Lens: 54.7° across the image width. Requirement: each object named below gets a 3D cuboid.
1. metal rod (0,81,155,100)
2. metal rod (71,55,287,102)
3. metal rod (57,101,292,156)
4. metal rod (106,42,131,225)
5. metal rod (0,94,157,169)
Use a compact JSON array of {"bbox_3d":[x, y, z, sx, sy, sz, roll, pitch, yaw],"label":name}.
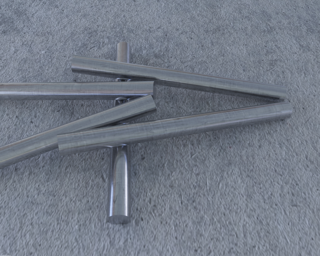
[{"bbox_3d":[-0.157,-0.051,0.427,0.302,0.025,0.025,1,50,7],"label":"metal rod"},{"bbox_3d":[0.028,-0.070,0.442,0.302,0.025,0.025,8,50,-2],"label":"metal rod"},{"bbox_3d":[0.031,-0.003,0.387,0.302,0.025,0.025,-9,50,-16],"label":"metal rod"},{"bbox_3d":[-0.052,-0.019,0.419,0.025,0.025,0.300,-2,50,-2],"label":"metal rod"},{"bbox_3d":[-0.148,0.021,0.367,0.302,0.025,0.025,-21,53,-10],"label":"metal rod"}]
